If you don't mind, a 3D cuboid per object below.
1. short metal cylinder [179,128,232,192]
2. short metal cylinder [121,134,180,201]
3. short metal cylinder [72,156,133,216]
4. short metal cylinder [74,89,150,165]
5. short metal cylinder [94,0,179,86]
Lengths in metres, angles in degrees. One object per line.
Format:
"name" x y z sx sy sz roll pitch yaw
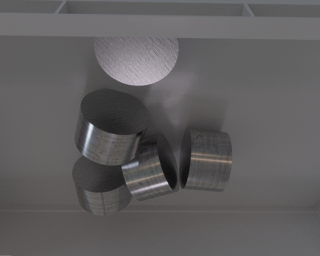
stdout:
"short metal cylinder" 0.058 0.042 0.409 0.050 0.080 0.079 6 130 -5
"short metal cylinder" -0.011 0.053 0.418 0.050 0.080 0.080 -18 128 14
"short metal cylinder" -0.078 0.074 0.435 0.081 0.080 0.050 1 130 -1
"short metal cylinder" -0.058 -0.002 0.371 0.081 0.080 0.050 14 129 -12
"short metal cylinder" -0.022 -0.090 0.315 0.081 0.050 0.079 0 130 0
